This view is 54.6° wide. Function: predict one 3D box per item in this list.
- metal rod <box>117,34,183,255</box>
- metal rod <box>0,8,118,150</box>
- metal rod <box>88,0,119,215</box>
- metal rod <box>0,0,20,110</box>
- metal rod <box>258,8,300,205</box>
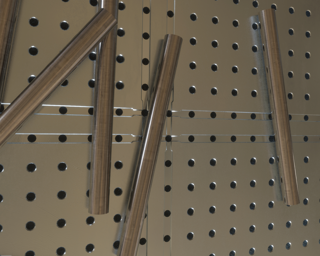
[{"bbox_3d":[-0.013,0.024,0.407,0.025,0.025,0.299,14,85,-20],"label":"metal rod"},{"bbox_3d":[-0.155,-0.017,0.341,0.025,0.025,0.300,43,82,-15],"label":"metal rod"},{"bbox_3d":[-0.069,-0.045,0.386,0.025,0.025,0.298,3,89,-20],"label":"metal rod"},{"bbox_3d":[-0.170,-0.156,0.349,0.025,0.025,0.299,10,87,-20],"label":"metal rod"},{"bbox_3d":[0.184,-0.030,0.479,0.025,0.025,0.298,-10,94,-20],"label":"metal rod"}]
